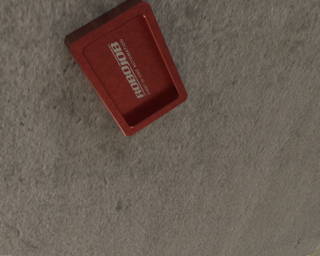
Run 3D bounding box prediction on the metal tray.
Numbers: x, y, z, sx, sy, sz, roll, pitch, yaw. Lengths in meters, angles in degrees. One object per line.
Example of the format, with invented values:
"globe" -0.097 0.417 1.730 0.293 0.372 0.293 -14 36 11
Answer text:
"metal tray" -0.032 -0.063 0.346 0.090 0.030 0.130 -33 129 -6
